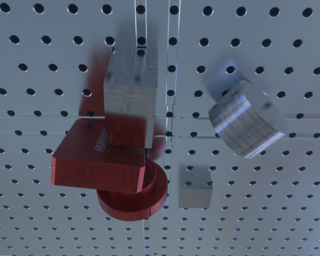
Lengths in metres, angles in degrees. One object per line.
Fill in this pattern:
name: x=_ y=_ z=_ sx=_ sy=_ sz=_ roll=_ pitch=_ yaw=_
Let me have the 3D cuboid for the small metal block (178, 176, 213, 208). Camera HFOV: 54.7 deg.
small metal block: x=0.056 y=0.104 z=0.501 sx=0.050 sy=0.025 sz=0.050 roll=1 pitch=130 yaw=-1

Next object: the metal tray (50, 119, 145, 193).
metal tray: x=-0.065 y=0.027 z=0.363 sx=0.091 sy=0.130 sz=0.030 roll=7 pitch=108 yaw=-6

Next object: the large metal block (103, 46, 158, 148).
large metal block: x=-0.031 y=-0.035 z=0.345 sx=0.050 sy=0.080 sz=0.079 roll=4 pitch=130 yaw=-3

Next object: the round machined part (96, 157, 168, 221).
round machined part: x=-0.038 y=0.075 z=0.427 sx=0.099 sy=0.098 sz=0.042 roll=0 pitch=130 yaw=0

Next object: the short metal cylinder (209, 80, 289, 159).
short metal cylinder: x=0.105 y=-0.010 z=0.368 sx=0.080 sy=0.080 sz=0.050 roll=31 pitch=124 yaw=-24
